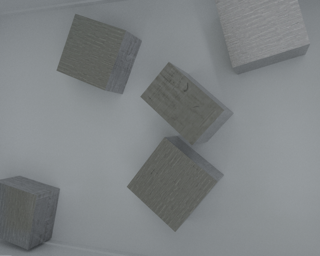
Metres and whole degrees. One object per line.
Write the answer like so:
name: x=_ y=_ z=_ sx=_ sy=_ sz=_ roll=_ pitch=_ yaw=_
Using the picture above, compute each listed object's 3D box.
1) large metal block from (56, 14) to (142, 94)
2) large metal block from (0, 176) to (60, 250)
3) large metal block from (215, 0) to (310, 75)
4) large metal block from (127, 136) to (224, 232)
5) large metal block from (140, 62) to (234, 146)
large metal block: x=-0.083 y=-0.100 z=0.426 sx=0.080 sy=0.050 sz=0.080 roll=23 pitch=98 yaw=18
large metal block: x=-0.207 y=0.125 z=0.470 sx=0.080 sy=0.050 sz=0.080 roll=12 pitch=94 yaw=19
large metal block: x=0.116 y=-0.115 z=0.356 sx=0.080 sy=0.050 sz=0.080 roll=-15 pitch=85 yaw=19
large metal block: x=0.020 y=0.067 z=0.390 sx=0.080 sy=0.050 sz=0.080 roll=40 pitch=103 yaw=15
large metal block: x=0.036 y=-0.027 z=0.369 sx=0.080 sy=0.080 sz=0.050 roll=44 pitch=104 yaw=14
